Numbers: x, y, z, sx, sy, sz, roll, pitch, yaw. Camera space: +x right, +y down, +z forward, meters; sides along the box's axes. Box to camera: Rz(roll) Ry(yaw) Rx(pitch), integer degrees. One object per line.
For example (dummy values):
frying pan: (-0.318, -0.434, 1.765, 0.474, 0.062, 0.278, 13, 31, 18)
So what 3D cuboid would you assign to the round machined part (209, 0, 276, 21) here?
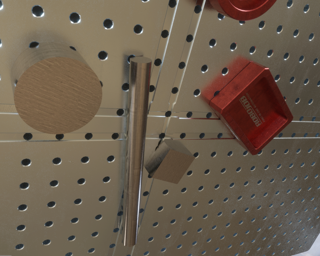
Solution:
round machined part: (0.091, -0.174, 0.344, 0.099, 0.042, 0.097, -14, 125, -21)

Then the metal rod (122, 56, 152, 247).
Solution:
metal rod: (-0.035, 0.051, 0.425, 0.025, 0.025, 0.298, -9, 122, -24)

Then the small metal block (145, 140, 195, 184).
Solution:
small metal block: (0.015, 0.050, 0.452, 0.050, 0.025, 0.050, 22, 107, -37)

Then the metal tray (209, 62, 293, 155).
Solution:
metal tray: (0.143, -0.025, 0.472, 0.090, 0.030, 0.130, -44, 130, 2)

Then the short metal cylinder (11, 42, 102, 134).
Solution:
short metal cylinder: (-0.105, -0.040, 0.313, 0.081, 0.050, 0.079, -14, 125, -21)
